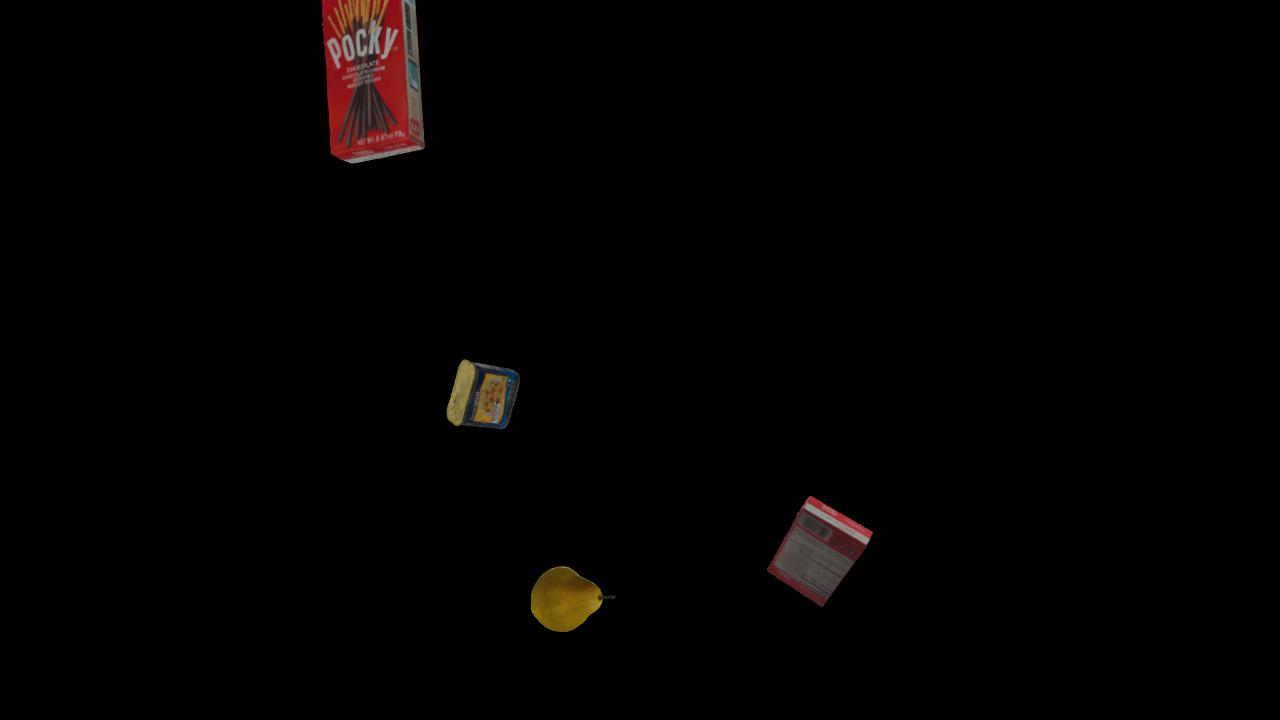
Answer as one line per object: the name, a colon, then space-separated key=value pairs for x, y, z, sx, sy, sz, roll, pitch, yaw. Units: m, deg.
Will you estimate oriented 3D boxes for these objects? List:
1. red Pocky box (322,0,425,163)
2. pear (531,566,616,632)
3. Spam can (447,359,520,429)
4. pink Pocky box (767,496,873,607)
red Pocky box: x=-0.236 y=-0.258 z=0.542 sx=0.083 sy=0.155 sz=0.028 roll=-6 pitch=-3 yaw=16
pear: x=-0.082 y=0.292 z=0.755 sx=0.111 sy=0.080 sz=0.080 roll=-26 pitch=-17 yaw=39
Spam can: x=-0.246 y=0.056 z=0.974 sx=0.085 sy=0.101 sz=0.058 roll=12 pitch=8 yaw=-42
pink Pocky box: x=0.223 y=0.244 z=0.779 sx=0.084 sy=0.155 sz=0.029 roll=30 pitch=45 yaw=20
